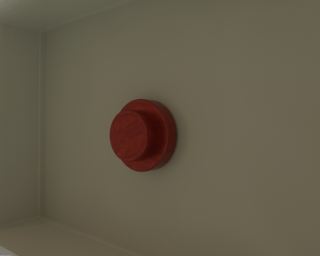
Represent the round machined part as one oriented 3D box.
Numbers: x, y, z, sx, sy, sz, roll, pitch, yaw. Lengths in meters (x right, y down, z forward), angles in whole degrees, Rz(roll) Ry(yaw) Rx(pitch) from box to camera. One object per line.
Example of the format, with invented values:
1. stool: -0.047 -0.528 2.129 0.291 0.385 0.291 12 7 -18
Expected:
1. round machined part: -0.029 0.010 0.413 0.098 0.042 0.097 0 90 39
